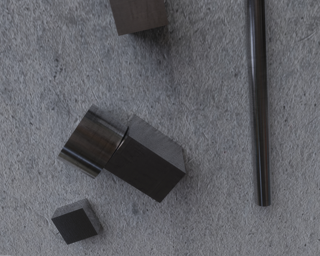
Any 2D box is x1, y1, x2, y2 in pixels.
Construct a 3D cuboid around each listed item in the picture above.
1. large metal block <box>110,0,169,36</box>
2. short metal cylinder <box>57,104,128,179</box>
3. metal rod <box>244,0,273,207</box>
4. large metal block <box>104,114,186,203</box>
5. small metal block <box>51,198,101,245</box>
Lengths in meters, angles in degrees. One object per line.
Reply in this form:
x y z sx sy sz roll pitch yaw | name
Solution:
-0.025 -0.146 0.327 0.050 0.080 0.080 -12 110 4 | large metal block
-0.084 0.016 0.386 0.050 0.080 0.080 33 107 -12 | short metal cylinder
0.128 -0.031 0.399 0.025 0.025 0.298 -8 110 3 | metal rod
-0.017 0.035 0.393 0.080 0.080 0.050 35 106 -12 | large metal block
-0.123 0.139 0.460 0.050 0.025 0.050 -21 109 7 | small metal block
